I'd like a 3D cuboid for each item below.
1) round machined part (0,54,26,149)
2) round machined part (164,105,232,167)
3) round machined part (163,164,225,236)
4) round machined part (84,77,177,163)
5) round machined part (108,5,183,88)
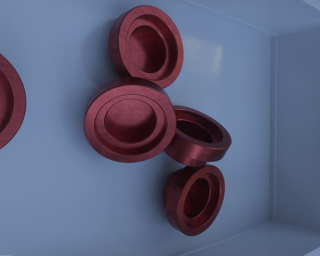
[{"bbox_3d":[-0.168,-0.022,0.254,0.099,0.042,0.097,-1,91,-41],"label":"round machined part"},{"bbox_3d":[0.039,0.014,0.404,0.099,0.098,0.042,-2,126,-40],"label":"round machined part"},{"bbox_3d":[0.043,0.092,0.424,0.099,0.042,0.097,-14,110,-41],"label":"round machined part"},{"bbox_3d":[-0.033,-0.012,0.346,0.099,0.042,0.097,-4,122,-7],"label":"round machined part"},{"bbox_3d":[-0.021,-0.094,0.378,0.099,0.042,0.097,0,90,-40],"label":"round machined part"}]
